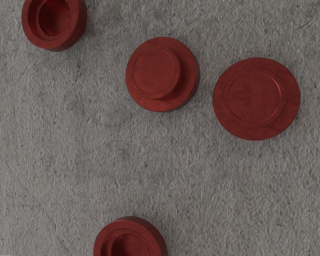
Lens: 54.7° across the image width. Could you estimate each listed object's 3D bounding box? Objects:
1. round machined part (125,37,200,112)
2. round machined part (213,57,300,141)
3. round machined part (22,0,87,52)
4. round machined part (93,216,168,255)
[{"bbox_3d":[-0.001,-0.070,0.400,0.098,0.042,0.097,0,90,20],"label":"round machined part"},{"bbox_3d":[0.110,-0.034,0.361,0.098,0.042,0.097,0,90,20],"label":"round machined part"},{"bbox_3d":[-0.148,-0.160,0.452,0.098,0.042,0.097,0,90,20],"label":"round machined part"},{"bbox_3d":[-0.035,0.166,0.412,0.098,0.042,0.097,0,90,20],"label":"round machined part"}]
